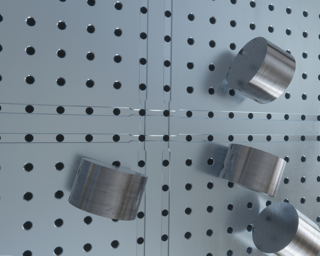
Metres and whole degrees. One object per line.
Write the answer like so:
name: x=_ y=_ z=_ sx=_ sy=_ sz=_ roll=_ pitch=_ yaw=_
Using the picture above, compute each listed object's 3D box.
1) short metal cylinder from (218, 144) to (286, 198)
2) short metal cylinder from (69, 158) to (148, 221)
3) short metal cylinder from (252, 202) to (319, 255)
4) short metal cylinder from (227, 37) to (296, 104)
short metal cylinder: x=0.128 y=0.059 z=0.432 sx=0.080 sy=0.080 sz=0.050 roll=23 pitch=83 yaw=-19
short metal cylinder: x=-0.060 y=0.070 z=0.362 sx=0.081 sy=0.080 sz=0.050 roll=18 pitch=84 yaw=-20
short metal cylinder: x=0.184 y=0.156 z=0.454 sx=0.050 sy=0.080 sz=0.080 roll=37 pitch=78 yaw=-17
short metal cylinder: x=0.141 y=-0.080 z=0.437 sx=0.050 sy=0.080 sz=0.080 roll=24 pitch=82 yaw=-19
